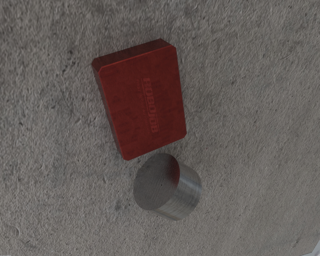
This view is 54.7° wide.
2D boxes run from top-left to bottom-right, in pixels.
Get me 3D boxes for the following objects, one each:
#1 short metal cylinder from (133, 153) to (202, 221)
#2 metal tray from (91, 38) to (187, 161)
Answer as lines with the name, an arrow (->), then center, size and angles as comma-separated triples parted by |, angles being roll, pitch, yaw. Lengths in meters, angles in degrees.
short metal cylinder -> 0.010, 0.081, 0.427 | 0.080, 0.080, 0.050 | -49, 129, 6
metal tray -> -0.020, -0.031, 0.374 | 0.091, 0.030, 0.129 | -22, 127, -16
